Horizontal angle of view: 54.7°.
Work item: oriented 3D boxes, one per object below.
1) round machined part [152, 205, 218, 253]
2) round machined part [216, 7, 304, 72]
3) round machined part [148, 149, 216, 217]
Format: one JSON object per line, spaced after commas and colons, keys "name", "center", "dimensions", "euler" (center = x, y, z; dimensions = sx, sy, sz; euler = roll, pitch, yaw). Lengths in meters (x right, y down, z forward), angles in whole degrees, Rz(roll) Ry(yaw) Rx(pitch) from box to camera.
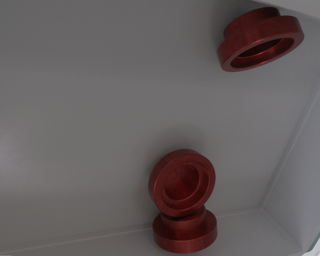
{"name": "round machined part", "center": [0.037, 0.143, 0.474], "dimensions": [0.099, 0.098, 0.042], "euler": [-13, 106, -22]}
{"name": "round machined part", "center": [0.115, -0.107, 0.372], "dimensions": [0.099, 0.098, 0.042], "euler": [-12, 79, -22]}
{"name": "round machined part", "center": [0.028, 0.075, 0.451], "dimensions": [0.099, 0.042, 0.097], "euler": [-8, 110, -23]}
